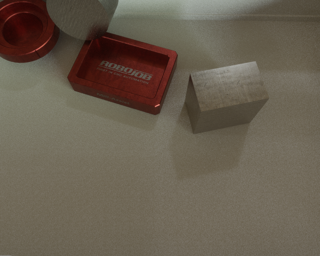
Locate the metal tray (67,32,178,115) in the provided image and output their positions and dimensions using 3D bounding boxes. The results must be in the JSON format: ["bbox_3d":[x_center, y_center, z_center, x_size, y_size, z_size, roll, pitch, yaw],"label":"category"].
[{"bbox_3d":[-0.050,-0.080,0.435,0.131,0.030,0.090,17,71,5],"label":"metal tray"}]

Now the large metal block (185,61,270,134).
[{"bbox_3d":[0.080,-0.036,0.394,0.081,0.080,0.050,-11,71,-5],"label":"large metal block"}]

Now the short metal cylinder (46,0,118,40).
[{"bbox_3d":[-0.100,-0.164,0.408,0.080,0.080,0.050,10,57,3],"label":"short metal cylinder"}]

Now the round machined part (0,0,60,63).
[{"bbox_3d":[-0.194,-0.137,0.447,0.099,0.042,0.098,0,73,-1],"label":"round machined part"}]
